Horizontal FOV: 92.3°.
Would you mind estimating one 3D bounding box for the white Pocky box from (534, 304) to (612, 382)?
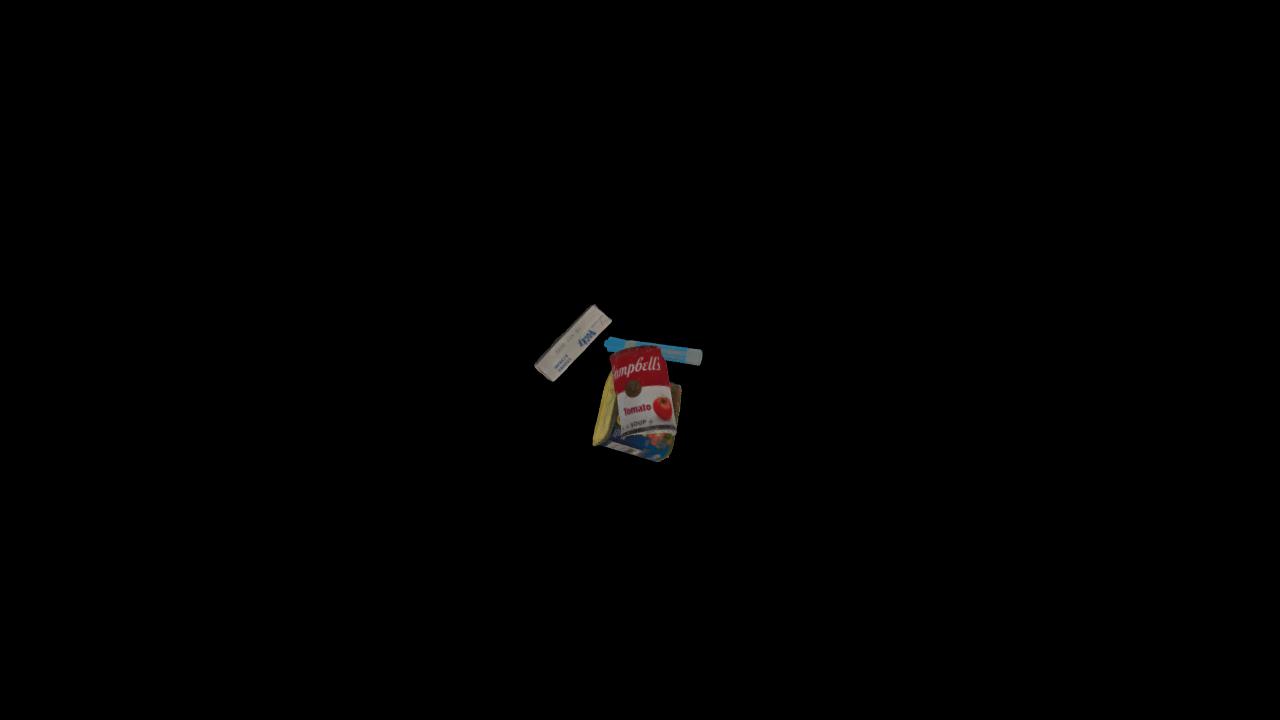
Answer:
[{"bbox_3d":[-0.068,-0.021,0.648,0.028,0.084,0.154,43,1,-6],"label":"white Pocky box"}]

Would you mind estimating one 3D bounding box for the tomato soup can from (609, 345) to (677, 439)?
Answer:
[{"bbox_3d":[0.003,0.041,0.720,0.068,0.101,0.068,-7,-16,-2],"label":"tomato soup can"}]

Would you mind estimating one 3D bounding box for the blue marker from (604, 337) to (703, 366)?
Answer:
[{"bbox_3d":[0.014,-0.011,0.729,0.121,0.020,0.020,9,3,20],"label":"blue marker"}]

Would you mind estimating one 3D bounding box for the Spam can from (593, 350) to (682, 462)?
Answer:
[{"bbox_3d":[-0.002,0.065,0.742,0.085,0.101,0.058,20,-27,-16],"label":"Spam can"}]
